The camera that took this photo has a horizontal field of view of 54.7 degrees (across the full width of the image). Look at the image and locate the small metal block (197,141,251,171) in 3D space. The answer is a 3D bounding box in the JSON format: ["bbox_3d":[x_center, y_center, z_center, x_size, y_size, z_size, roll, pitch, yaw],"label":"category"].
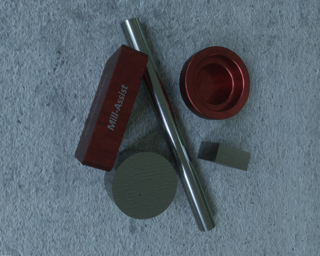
[{"bbox_3d":[0.087,0.038,0.428,0.050,0.050,0.025,18,84,-20],"label":"small metal block"}]

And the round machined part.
[{"bbox_3d":[0.071,-0.060,0.429,0.099,0.042,0.097,0,90,-21],"label":"round machined part"}]

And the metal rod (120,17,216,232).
[{"bbox_3d":[0.014,0.001,0.417,0.025,0.025,0.298,-24,98,-19],"label":"metal rod"}]

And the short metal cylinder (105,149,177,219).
[{"bbox_3d":[-0.025,0.068,0.388,0.081,0.050,0.079,0,90,-21],"label":"short metal cylinder"}]

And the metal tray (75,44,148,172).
[{"bbox_3d":[-0.059,-0.021,0.355,0.030,0.090,0.129,20,83,-19],"label":"metal tray"}]
